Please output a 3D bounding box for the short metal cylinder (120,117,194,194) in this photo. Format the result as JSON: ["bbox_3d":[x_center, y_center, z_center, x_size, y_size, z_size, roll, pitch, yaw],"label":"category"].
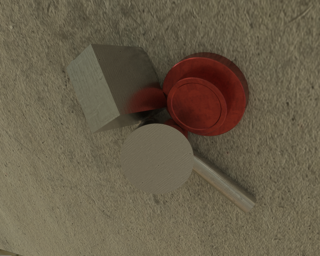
[{"bbox_3d":[-0.001,0.030,0.362,0.080,0.050,0.079,1,101,5],"label":"short metal cylinder"}]

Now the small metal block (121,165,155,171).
[{"bbox_3d":[-0.017,0.043,0.427,0.050,0.050,0.025,-23,105,35],"label":"small metal block"}]

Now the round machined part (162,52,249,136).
[{"bbox_3d":[0.047,-0.032,0.351,0.098,0.042,0.097,13,124,20],"label":"round machined part"}]

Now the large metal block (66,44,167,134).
[{"bbox_3d":[-0.047,-0.046,0.354,0.050,0.081,0.080,-29,81,39],"label":"large metal block"}]

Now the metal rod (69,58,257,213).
[{"bbox_3d":[0.001,0.008,0.412,0.300,0.025,0.025,38,129,1],"label":"metal rod"}]
